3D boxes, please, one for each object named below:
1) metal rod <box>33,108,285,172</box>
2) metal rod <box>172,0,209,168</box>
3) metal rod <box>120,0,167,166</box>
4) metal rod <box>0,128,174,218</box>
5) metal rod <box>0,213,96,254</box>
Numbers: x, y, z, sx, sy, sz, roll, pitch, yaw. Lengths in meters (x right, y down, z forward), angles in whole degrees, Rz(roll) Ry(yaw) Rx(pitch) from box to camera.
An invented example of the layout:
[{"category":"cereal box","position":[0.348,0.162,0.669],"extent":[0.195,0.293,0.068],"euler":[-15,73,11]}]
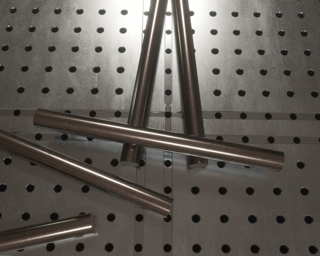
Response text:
[{"category":"metal rod","position":[-0.004,0.014,0.378],"extent":[0.302,0.025,0.025],"euler":[10,70,3]},{"category":"metal rod","position":[0.039,-0.092,0.445],"extent":[0.025,0.025,0.299],"euler":[-3,70,-2]},{"category":"metal rod","position":[-0.018,-0.093,0.445],"extent":[0.025,0.025,0.299],"euler":[8,70,2]},{"category":"metal rod","position":[-0.127,0.045,0.393],"extent":[0.301,0.025,0.025],"euler":[21,71,7]},{"category":"metal rod","position":[-0.228,0.141,0.357],"extent":[0.302,0.025,0.025],"euler":[-11,71,-5]}]
